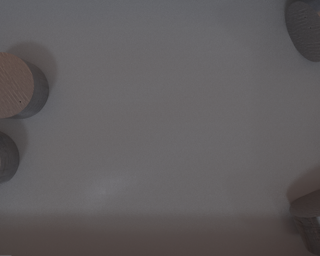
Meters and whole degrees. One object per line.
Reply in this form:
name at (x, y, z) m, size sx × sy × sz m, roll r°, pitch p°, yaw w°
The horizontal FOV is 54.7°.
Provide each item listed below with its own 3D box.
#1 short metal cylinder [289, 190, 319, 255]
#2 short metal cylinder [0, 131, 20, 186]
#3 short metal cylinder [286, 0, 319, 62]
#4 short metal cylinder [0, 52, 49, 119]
short metal cylinder at (0.211, 0.114, 0.385) m, size 0.080 × 0.080 × 0.050 m, roll -23°, pitch 90°, yaw 0°
short metal cylinder at (-0.232, 0.042, 0.397) m, size 0.081 × 0.050 × 0.080 m, roll 0°, pitch 90°, yaw 0°
short metal cylinder at (0.204, -0.130, 0.385) m, size 0.050 × 0.080 × 0.080 m, roll -26°, pitch 90°, yaw 0°
short metal cylinder at (-0.192, -0.052, 0.397) m, size 0.081 × 0.050 × 0.080 m, roll 0°, pitch 90°, yaw 0°
